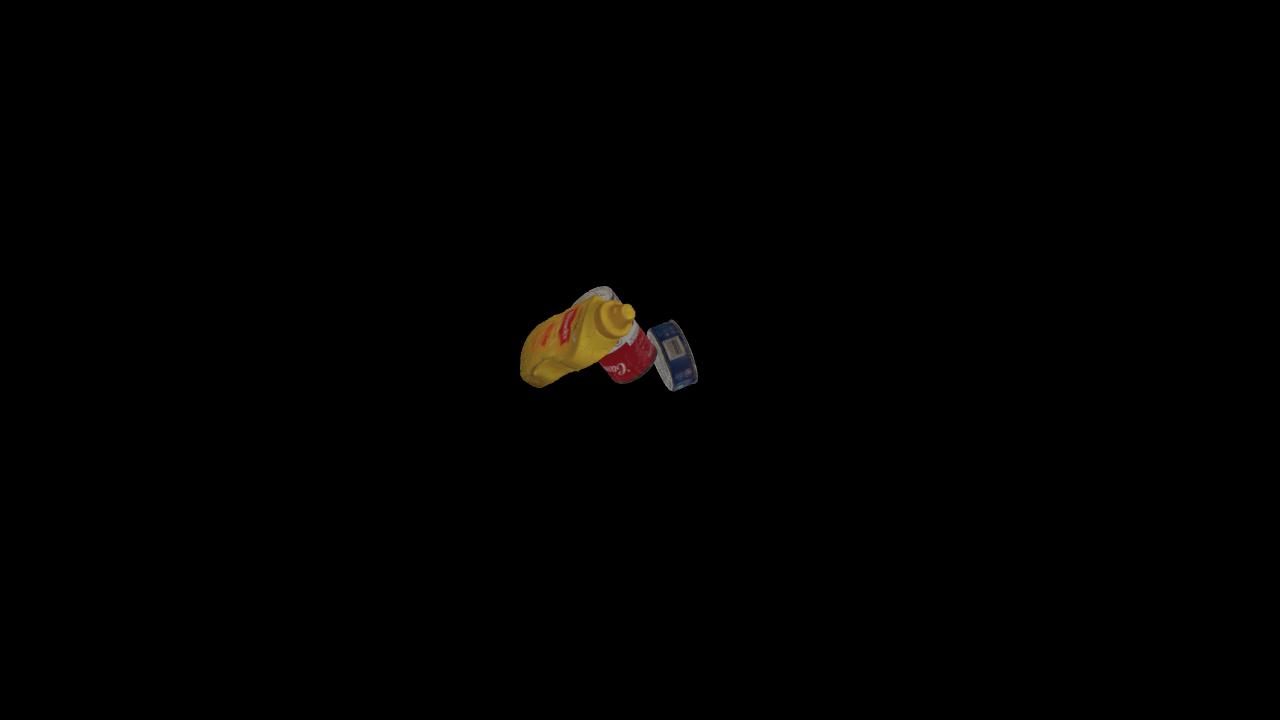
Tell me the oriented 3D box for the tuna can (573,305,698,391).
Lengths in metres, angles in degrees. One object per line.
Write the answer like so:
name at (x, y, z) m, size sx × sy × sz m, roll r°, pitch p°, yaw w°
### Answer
tuna can at (0.038, -0.005, 0.750) m, size 0.034 × 0.084 × 0.084 m, roll -22°, pitch 3°, yaw -8°

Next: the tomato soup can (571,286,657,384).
tomato soup can at (-0.033, -0.029, 0.729) m, size 0.068 × 0.068 × 0.101 m, roll 0°, pitch -42°, yaw 43°

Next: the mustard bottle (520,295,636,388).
mustard bottle at (-0.068, -0.028, 0.708) m, size 0.054 × 0.092 × 0.184 m, roll 39°, pitch -36°, yaw -25°
